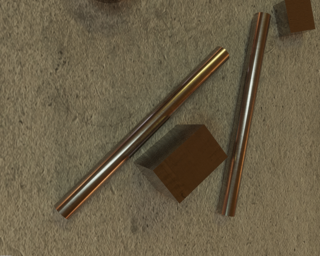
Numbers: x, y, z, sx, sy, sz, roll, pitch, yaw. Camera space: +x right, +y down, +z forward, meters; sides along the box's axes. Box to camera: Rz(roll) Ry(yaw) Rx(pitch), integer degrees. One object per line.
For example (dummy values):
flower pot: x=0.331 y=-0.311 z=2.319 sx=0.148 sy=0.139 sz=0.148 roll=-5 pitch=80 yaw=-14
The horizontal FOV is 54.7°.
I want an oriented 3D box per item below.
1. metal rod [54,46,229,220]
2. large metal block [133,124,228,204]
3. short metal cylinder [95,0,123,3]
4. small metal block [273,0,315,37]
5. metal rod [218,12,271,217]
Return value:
metal rod: x=-0.014 y=-0.003 z=0.404 sx=0.301 sy=0.025 sz=0.025 roll=-45 pitch=104 yaw=-15
large metal block: x=0.023 y=0.040 z=0.389 sx=0.080 sy=0.080 sz=0.050 roll=-41 pitch=103 yaw=-15
short metal cylinder: x=-0.061 y=-0.200 z=0.373 sx=0.081 sy=0.050 sz=0.080 roll=0 pitch=90 yaw=-20
small metal block: x=0.211 y=-0.174 z=0.487 sx=0.050 sy=0.025 sz=0.050 roll=-14 pitch=95 yaw=-20
metal rod: x=0.124 y=-0.022 z=0.455 sx=0.025 sy=0.025 sz=0.298 roll=13 pitch=86 yaw=-20
